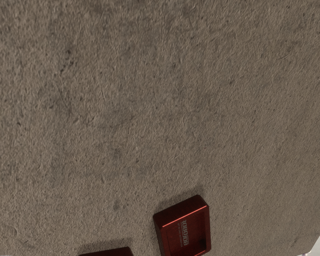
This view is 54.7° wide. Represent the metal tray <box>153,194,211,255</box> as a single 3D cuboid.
[{"bbox_3d":[0.042,0.186,0.543,0.091,0.030,0.129,-21,127,-17],"label":"metal tray"}]

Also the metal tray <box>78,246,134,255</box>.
[{"bbox_3d":[-0.099,0.260,0.512,0.091,0.030,0.129,3,117,-30],"label":"metal tray"}]
